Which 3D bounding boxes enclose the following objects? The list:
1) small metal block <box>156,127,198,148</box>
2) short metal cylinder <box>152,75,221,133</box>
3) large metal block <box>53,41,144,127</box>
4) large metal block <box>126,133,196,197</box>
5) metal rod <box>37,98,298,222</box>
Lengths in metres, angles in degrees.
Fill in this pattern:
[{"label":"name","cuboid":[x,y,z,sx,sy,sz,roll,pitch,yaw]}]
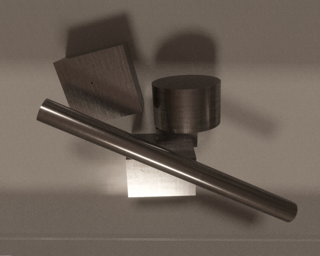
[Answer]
[{"label":"small metal block","cuboid":[0.020,0.004,0.400,0.050,0.050,0.025,-1,110,0]},{"label":"short metal cylinder","cuboid":[0.032,-0.031,0.371,0.081,0.080,0.050,-3,110,1]},{"label":"large metal block","cuboid":[-0.070,-0.054,0.377,0.080,0.050,0.080,-14,110,4]},{"label":"large metal block","cuboid":[0.002,0.044,0.398,0.081,0.080,0.050,-1,110,0]},{"label":"metal rod","cuboid":[0.016,0.040,0.340,0.302,0.025,0.025,23,108,-9]}]
